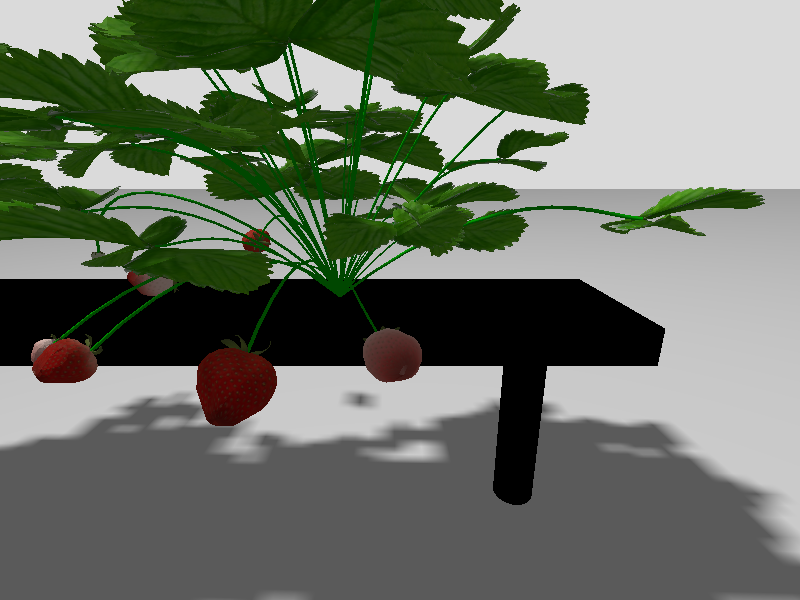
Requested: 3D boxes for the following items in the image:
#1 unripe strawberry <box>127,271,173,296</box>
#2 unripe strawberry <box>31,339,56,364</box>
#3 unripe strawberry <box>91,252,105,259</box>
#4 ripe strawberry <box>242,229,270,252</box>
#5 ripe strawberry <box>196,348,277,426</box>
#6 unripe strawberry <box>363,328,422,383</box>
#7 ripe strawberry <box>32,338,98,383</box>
[{"bbox_3d":[-0.225,-0.021,0.364,0.039,0.033,0.039,0,17,2],"label":"unripe strawberry"},{"bbox_3d":[-0.205,0.031,0.232,0.015,0.016,0.016,18,-29,45],"label":"unripe strawberry"},{"bbox_3d":[-0.299,-0.042,0.397,0.011,0.011,0.010,3,17,9],"label":"unripe strawberry"},{"bbox_3d":[-0.204,-0.084,0.565,0.039,0.033,0.039,-12,16,-33],"label":"ripe strawberry"},{"bbox_3d":[-0.074,0.039,0.178,0.034,0.034,0.030,2,-44,6],"label":"ripe strawberry"},{"bbox_3d":[-0.003,0.030,0.210,0.032,0.027,0.032,-6,19,-17],"label":"unripe strawberry"},{"bbox_3d":[-0.174,0.033,0.207,0.027,0.024,0.024,12,28,34],"label":"ripe strawberry"}]
